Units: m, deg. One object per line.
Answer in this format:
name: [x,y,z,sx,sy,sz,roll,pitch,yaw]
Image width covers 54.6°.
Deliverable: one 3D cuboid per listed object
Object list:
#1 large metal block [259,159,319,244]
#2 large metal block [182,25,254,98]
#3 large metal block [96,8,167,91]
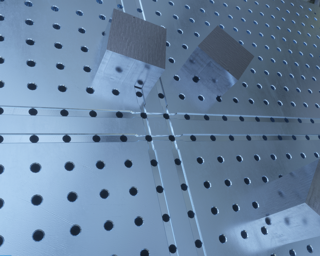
large metal block: [0.191,0.099,0.415,0.050,0.080,0.080,42,51,1]
large metal block: [0.097,-0.110,0.510,0.080,0.050,0.080,40,51,-1]
large metal block: [-0.039,-0.109,0.438,0.081,0.050,0.080,15,56,-20]
